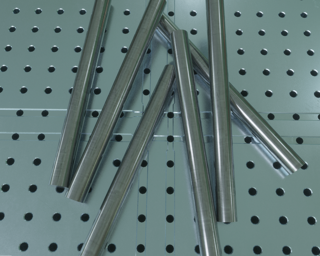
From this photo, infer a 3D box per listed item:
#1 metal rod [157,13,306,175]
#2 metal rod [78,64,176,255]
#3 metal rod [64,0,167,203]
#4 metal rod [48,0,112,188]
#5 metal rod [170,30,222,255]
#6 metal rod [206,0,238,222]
[{"bbox_3d":[0.084,-0.060,0.434,0.025,0.025,0.300,-36,74,-12],"label":"metal rod"},{"bbox_3d":[-0.038,0.048,0.394,0.025,0.025,0.300,21,71,7],"label":"metal rod"},{"bbox_3d":[-0.053,-0.048,0.415,0.025,0.025,0.299,19,76,7],"label":"metal rod"},{"bbox_3d":[-0.107,-0.066,0.435,0.025,0.025,0.299,7,70,2],"label":"metal rod"},{"bbox_3d":[0.043,0.013,0.394,0.025,0.025,0.299,-6,75,-2],"label":"metal rod"},{"bbox_3d":[0.078,-0.034,0.402,0.025,0.025,0.299,-1,78,0],"label":"metal rod"}]
